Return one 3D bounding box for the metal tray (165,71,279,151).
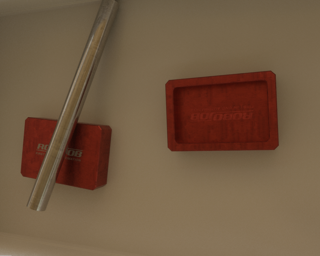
[{"bbox_3d":[0.074,-0.018,0.381,0.130,0.030,0.089,-2,89,19],"label":"metal tray"}]

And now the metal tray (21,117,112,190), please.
[{"bbox_3d":[-0.139,0.035,0.455,0.130,0.030,0.089,7,92,19],"label":"metal tray"}]

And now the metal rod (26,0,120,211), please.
[{"bbox_3d":[-0.116,-0.035,0.422,0.025,0.025,0.299,17,85,19],"label":"metal rod"}]
